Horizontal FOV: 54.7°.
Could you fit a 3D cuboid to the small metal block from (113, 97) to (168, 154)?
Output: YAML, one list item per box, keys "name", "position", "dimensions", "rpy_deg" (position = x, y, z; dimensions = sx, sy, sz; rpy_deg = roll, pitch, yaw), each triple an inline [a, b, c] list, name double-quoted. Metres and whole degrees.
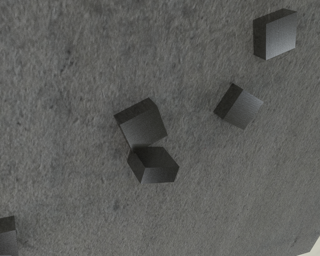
- name: "small metal block"
  position: [-0.024, -0.003, 0.393]
  dimensions: [0.050, 0.025, 0.050]
  rpy_deg: [-29, 129, -11]

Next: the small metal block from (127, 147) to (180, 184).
- name: "small metal block"
  position: [-0.010, 0.049, 0.417]
  dimensions: [0.050, 0.050, 0.025]
  rpy_deg: [3, 117, -30]

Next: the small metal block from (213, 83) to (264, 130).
- name: "small metal block"
  position: [0.115, -0.031, 0.453]
  dimensions: [0.050, 0.025, 0.050]
  rpy_deg: [22, 107, -37]

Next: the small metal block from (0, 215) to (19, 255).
- name: "small metal block"
  position: [-0.205, 0.141, 0.383]
  dimensions: [0.050, 0.025, 0.050]
  rpy_deg: [-6, 121, -26]

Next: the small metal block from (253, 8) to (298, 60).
- name: "small metal block"
  position: [0.154, -0.126, 0.415]
  dimensions: [0.050, 0.025, 0.050]
  rpy_deg: [-24, 128, -14]
